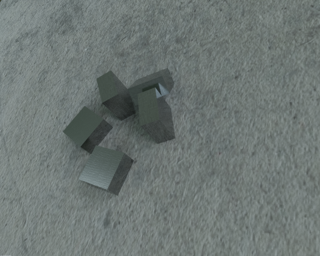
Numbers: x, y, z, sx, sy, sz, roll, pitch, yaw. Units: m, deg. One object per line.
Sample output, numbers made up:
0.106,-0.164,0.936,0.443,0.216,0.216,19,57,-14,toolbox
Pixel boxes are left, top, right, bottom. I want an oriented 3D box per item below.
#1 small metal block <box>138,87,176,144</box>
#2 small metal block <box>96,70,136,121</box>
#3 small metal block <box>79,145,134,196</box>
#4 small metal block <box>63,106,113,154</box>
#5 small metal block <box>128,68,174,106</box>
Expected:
-0.004,-0.015,0.398,0.025,0.050,0.050,-19,55,17,small metal block
-0.063,-0.046,0.448,0.025,0.050,0.050,-28,52,10,small metal block
-0.070,0.055,0.405,0.050,0.025,0.050,11,67,32,small metal block
-0.106,0.002,0.456,0.050,0.025,0.050,31,79,37,small metal block
-0.011,-0.058,0.428,0.050,0.025,0.050,-18,18,17,small metal block
